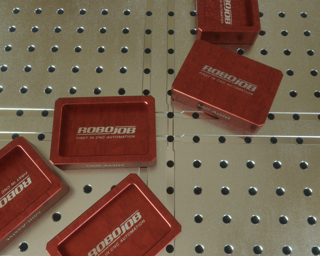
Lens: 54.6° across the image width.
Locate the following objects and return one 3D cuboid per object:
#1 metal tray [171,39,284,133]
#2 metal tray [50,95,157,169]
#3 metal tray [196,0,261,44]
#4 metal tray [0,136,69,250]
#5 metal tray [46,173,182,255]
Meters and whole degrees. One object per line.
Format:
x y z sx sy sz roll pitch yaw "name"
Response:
0.092 -0.060 0.432 0.130 0.030 0.090 24 72 8 "metal tray"
-0.071 0.005 0.406 0.131 0.030 0.090 -2 70 -1 "metal tray"
0.102 -0.194 0.480 0.090 0.030 0.130 1 70 0 "metal tray"
-0.192 0.085 0.377 0.130 0.030 0.090 -42 75 -14 "metal tray"
-0.051 0.128 0.361 0.130 0.030 0.090 -39 75 -13 "metal tray"
